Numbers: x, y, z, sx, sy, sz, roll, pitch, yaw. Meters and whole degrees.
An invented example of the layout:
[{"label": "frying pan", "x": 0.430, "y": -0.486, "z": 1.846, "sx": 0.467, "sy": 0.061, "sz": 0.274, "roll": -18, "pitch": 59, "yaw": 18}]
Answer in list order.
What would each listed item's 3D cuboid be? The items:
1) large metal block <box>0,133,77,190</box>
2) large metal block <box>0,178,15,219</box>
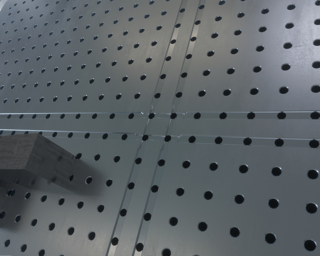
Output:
[{"label": "large metal block", "x": -0.181, "y": 0.050, "z": 0.439, "sx": 0.080, "sy": 0.080, "sz": 0.050, "roll": -4, "pitch": 60, "yaw": 26}, {"label": "large metal block", "x": -0.283, "y": 0.104, "z": 0.479, "sx": 0.080, "sy": 0.050, "sz": 0.080, "roll": -3, "pitch": 60, "yaw": 27}]
